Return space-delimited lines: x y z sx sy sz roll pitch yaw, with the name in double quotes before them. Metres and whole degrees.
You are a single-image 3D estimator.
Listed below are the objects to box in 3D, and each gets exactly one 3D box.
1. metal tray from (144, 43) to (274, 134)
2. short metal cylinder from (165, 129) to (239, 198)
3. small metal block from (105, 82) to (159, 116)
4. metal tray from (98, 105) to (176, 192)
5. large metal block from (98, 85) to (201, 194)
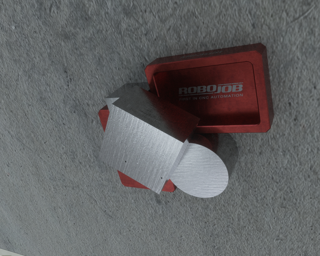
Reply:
"metal tray" 0.055 -0.040 0.351 0.130 0.030 0.089 -2 118 29
"short metal cylinder" 0.053 0.040 0.389 0.080 0.050 0.079 14 124 21
"small metal block" -0.031 -0.037 0.386 0.050 0.050 0.025 1 119 28
"metal tray" -0.025 0.026 0.436 0.090 0.030 0.129 1 119 28
"large metal block" -0.014 0.013 0.341 0.080 0.050 0.079 29 128 10
